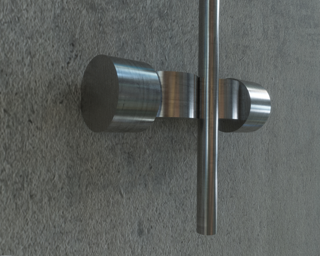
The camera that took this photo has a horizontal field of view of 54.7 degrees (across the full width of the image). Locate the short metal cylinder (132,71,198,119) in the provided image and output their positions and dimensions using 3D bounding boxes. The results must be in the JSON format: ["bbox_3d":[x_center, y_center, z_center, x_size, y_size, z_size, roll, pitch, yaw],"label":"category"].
[{"bbox_3d":[0.005,-0.037,0.375,0.081,0.080,0.050,1,90,-40],"label":"short metal cylinder"}]

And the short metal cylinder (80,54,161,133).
[{"bbox_3d":[-0.044,-0.035,0.333,0.050,0.080,0.080,1,90,-40],"label":"short metal cylinder"}]

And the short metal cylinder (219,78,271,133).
[{"bbox_3d":[0.118,-0.033,0.469,0.050,0.080,0.080,1,90,-40],"label":"short metal cylinder"}]

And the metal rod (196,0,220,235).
[{"bbox_3d":[0.058,-0.024,0.374,0.025,0.025,0.298,1,89,-40],"label":"metal rod"}]

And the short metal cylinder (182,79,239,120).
[{"bbox_3d":[0.067,-0.037,0.426,0.081,0.080,0.050,1,90,-40],"label":"short metal cylinder"}]
